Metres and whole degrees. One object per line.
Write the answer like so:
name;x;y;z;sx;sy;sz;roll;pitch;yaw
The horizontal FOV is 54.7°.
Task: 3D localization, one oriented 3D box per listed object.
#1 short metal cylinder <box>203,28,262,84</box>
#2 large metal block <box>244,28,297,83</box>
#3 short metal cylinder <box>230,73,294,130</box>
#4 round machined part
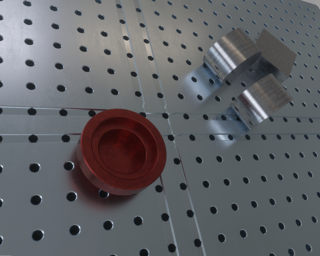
short metal cylinder;0.118;-0.116;0.507;0.081;0.080;0.050;-28;78;-37
large metal block;0.198;-0.125;0.575;0.080;0.050;0.080;38;51;-3
short metal cylinder;0.156;-0.040;0.481;0.081;0.080;0.050;-27;77;-37
round machined part;-0.045;0.030;0.354;0.099;0.042;0.098;14;56;-21
